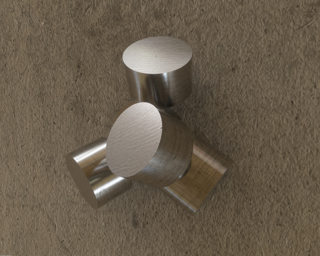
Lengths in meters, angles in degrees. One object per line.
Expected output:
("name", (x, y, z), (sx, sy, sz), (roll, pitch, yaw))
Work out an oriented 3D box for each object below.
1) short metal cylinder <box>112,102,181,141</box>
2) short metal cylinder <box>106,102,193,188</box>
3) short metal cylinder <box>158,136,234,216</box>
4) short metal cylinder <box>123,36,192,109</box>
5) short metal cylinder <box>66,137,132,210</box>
("short metal cylinder", (-0.015, 0.006, 0.402), (0.080, 0.050, 0.080), (0, 89, 19))
("short metal cylinder", (-0.012, 0.019, 0.330), (0.080, 0.050, 0.080), (-21, 56, 36))
("short metal cylinder", (0.043, 0.056, 0.366), (0.050, 0.080, 0.080), (36, 102, 16))
("short metal cylinder", (-0.001, -0.068, 0.375), (0.080, 0.080, 0.050), (15, 138, 19))
("short metal cylinder", (-0.080, 0.058, 0.403), (0.080, 0.050, 0.079), (38, 144, 36))
